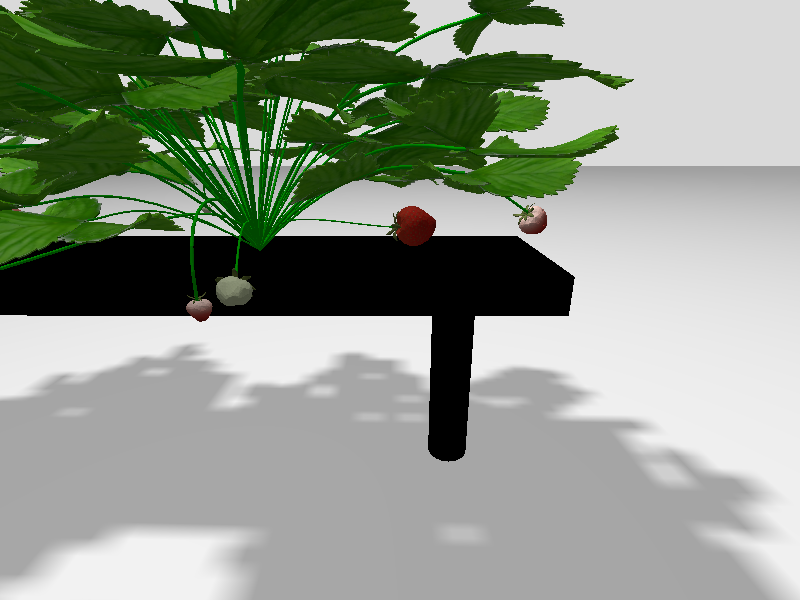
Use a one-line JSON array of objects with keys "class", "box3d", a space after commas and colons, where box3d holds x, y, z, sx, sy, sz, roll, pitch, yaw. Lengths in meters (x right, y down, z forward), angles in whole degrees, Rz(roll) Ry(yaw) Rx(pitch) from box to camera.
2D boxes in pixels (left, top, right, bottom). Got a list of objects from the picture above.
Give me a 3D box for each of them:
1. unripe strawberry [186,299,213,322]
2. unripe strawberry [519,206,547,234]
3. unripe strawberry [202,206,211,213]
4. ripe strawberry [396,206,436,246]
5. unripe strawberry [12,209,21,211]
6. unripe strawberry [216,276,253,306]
[{"class": "unripe strawberry", "box3d": [-0.101, 0.005, 0.203, 0.012, 0.012, 0.010, -3, 20, -8]}, {"class": "unripe strawberry", "box3d": [0.139, -0.081, 0.415, 0.028, 0.029, 0.026, 36, 7, -24]}, {"class": "unripe strawberry", "box3d": [-0.245, -0.114, 0.507, 0.011, 0.011, 0.010, -14, 24, -33]}, {"class": "ripe strawberry", "box3d": [0.016, -0.070, 0.379, 0.038, 0.037, 0.035, -4, 20, -11]}, {"class": "unripe strawberry", "box3d": [-0.421, -0.088, 0.434, 0.027, 0.029, 0.025, -10, 23, -28]}, {"class": "unripe strawberry", "box3d": [-0.092, -0.004, 0.221, 0.019, 0.016, 0.019, -5, 29, -12]}]
